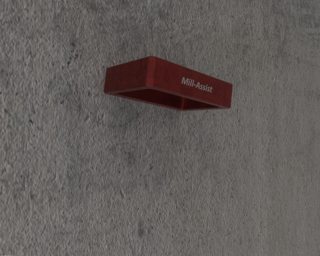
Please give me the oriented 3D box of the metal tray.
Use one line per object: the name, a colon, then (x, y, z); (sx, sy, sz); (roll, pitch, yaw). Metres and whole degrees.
metal tray: (0.012, -0.047, 0.371); (0.131, 0.090, 0.030); (10, 84, -40)
